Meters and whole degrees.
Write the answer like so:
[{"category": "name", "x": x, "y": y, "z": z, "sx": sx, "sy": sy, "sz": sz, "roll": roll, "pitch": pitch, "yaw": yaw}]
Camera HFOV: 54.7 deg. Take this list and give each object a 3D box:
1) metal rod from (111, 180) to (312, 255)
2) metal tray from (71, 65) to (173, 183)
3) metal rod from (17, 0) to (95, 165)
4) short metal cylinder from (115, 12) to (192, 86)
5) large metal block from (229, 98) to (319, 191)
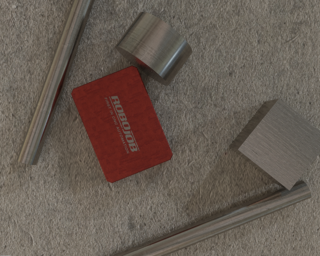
[{"category": "metal rod", "x": 0.054, "y": 0.137, "z": 0.410, "sx": 0.301, "sy": 0.025, "sz": 0.025, "roll": -22, "pitch": 90, "yaw": -1}, {"category": "metal tray", "x": -0.048, "y": -0.005, "z": 0.407, "sx": 0.090, "sy": 0.030, "sz": 0.129, "roll": -22, "pitch": 90, "yaw": -1}, {"category": "metal rod", "x": -0.126, "y": -0.096, "z": 0.408, "sx": 0.025, "sy": 0.025, "sz": 0.298, "roll": 19, "pitch": 90, "yaw": -1}, {"category": "short metal cylinder", "x": -0.008, "y": -0.096, "z": 0.382, "sx": 0.080, "sy": 0.080, "sz": 0.050, "roll": 36, "pitch": 90, "yaw": -1}, {"category": "large metal block", "x": 0.151, "y": 0.020, "z": 0.400, "sx": 0.080, "sy": 0.050, "sz": 0.080, "roll": 39, "pitch": 90, "yaw": -1}]
